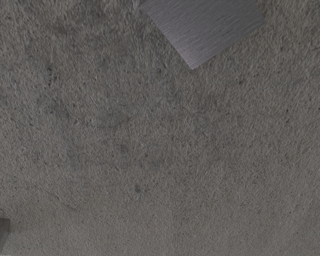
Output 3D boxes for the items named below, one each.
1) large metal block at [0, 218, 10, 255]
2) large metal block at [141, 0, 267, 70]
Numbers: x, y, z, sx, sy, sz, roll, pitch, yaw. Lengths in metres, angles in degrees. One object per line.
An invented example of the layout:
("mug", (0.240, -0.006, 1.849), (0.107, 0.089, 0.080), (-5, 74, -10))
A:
("large metal block", (-0.319, 0.200, 0.538), (0.081, 0.080, 0.050), (14, 129, -12))
("large metal block", (0.040, -0.116, 0.292), (0.080, 0.050, 0.080), (-30, 124, 23))
